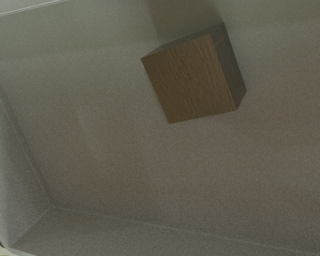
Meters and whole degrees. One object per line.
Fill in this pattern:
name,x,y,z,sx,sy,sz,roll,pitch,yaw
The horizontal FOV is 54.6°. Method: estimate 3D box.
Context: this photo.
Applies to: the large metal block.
large metal block,0.039,-0.057,0.337,0.080,0.050,0.080,-11,113,33
